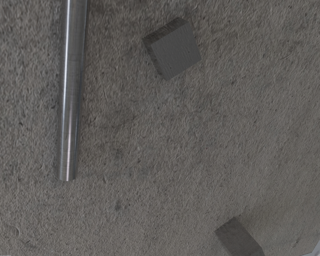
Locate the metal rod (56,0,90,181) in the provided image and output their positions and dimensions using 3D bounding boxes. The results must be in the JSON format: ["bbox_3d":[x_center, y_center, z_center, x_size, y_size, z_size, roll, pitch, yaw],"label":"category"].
[{"bbox_3d":[-0.088,-0.073,0.313,0.025,0.025,0.298,-3,120,-27],"label":"metal rod"}]

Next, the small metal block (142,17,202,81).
[{"bbox_3d":[0.015,-0.091,0.359,0.050,0.025,0.050,-33,129,-7],"label":"small metal block"}]

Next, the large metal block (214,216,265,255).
[{"bbox_3d":[0.159,0.235,0.604,0.050,0.080,0.080,-34,129,-6],"label":"large metal block"}]
